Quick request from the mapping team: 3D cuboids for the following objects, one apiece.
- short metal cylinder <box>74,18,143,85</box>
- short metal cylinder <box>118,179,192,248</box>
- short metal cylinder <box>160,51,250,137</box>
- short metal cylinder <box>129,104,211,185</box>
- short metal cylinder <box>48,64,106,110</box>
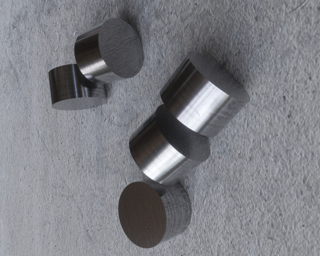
[{"bbox_3d":[-0.069,-0.103,0.426,0.050,0.081,0.080,-7,86,40],"label":"short metal cylinder"},{"bbox_3d":[-0.007,0.105,0.395,0.080,0.050,0.080,0,90,40],"label":"short metal cylinder"},{"bbox_3d":[0.047,-0.037,0.330,0.050,0.081,0.080,-52,60,28],"label":"short metal cylinder"},{"bbox_3d":[0.012,0.019,0.360,0.050,0.081,0.080,-44,64,31],"label":"short metal cylinder"},{"bbox_3d":[-0.126,-0.060,0.473,0.080,0.081,0.050,-15,81,39],"label":"short metal cylinder"}]
